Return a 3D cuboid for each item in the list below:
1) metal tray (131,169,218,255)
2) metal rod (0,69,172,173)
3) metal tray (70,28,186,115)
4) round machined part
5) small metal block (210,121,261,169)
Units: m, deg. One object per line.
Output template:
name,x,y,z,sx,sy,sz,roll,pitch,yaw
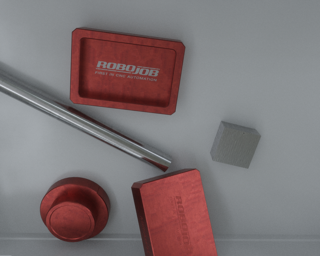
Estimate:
metal tray,0.020,0.126,0.410,0.091,0.030,0.129,-11,88,-28
metal rod,-0.121,-0.018,0.402,0.301,0.025,0.025,28,108,-10
metal tray,-0.040,-0.069,0.382,0.131,0.030,0.089,7,110,-3
round machined part,-0.124,0.124,0.446,0.099,0.042,0.097,0,110,-1
small metal block,0.102,0.023,0.421,0.050,0.025,0.050,13,110,-6
